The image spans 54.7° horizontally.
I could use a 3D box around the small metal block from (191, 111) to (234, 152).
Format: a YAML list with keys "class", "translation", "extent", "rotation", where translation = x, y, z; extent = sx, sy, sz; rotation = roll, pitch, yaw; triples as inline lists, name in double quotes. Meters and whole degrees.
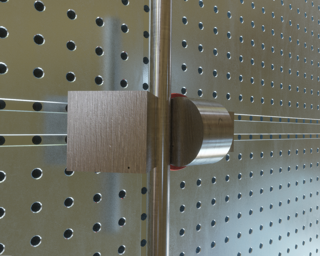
- class: "small metal block"
  translation: [0.066, 0.004, 0.396]
  extent: [0.025, 0.050, 0.050]
  rotation: [2, 89, -40]

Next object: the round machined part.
- class: "round machined part"
  translation: [0.008, 0.004, 0.405]
  extent: [0.099, 0.042, 0.097]
  rotation: [0, 90, -40]

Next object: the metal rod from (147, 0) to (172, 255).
- class: "metal rod"
  translation: [0.000, -0.003, 0.357]
  extent: [0.025, 0.025, 0.298]
  rotation: [1, 89, -40]

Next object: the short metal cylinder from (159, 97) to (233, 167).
- class: "short metal cylinder"
  translation: [0.039, 0.004, 0.369]
  extent: [0.050, 0.080, 0.079]
  rotation: [1, 90, -40]

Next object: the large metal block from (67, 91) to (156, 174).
- class: "large metal block"
  translation: [-0.049, 0.004, 0.327]
  extent: [0.050, 0.080, 0.079]
  rotation: [4, 87, -81]
